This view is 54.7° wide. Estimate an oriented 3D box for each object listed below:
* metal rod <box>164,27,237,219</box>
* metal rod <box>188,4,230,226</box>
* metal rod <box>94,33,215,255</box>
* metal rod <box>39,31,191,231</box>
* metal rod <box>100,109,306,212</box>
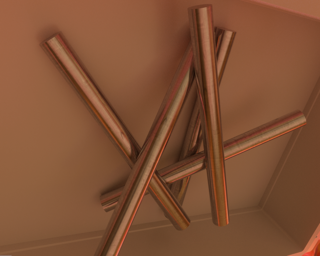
[{"bbox_3d":[0.050,0.011,0.442,0.025,0.025,0.298,-1,119,-28],"label":"metal rod"},{"bbox_3d":[0.065,0.006,0.385,0.025,0.025,0.298,-20,119,-17],"label":"metal rod"},{"bbox_3d":[-0.006,0.021,0.358,0.025,0.025,0.299,27,85,-37],"label":"metal rod"},{"bbox_3d":[-0.037,0.025,0.370,0.025,0.025,0.299,-35,119,-5],"label":"metal rod"},{"bbox_3d":[0.060,0.046,0.433,0.301,0.025,0.025,-24,128,0],"label":"metal rod"}]
